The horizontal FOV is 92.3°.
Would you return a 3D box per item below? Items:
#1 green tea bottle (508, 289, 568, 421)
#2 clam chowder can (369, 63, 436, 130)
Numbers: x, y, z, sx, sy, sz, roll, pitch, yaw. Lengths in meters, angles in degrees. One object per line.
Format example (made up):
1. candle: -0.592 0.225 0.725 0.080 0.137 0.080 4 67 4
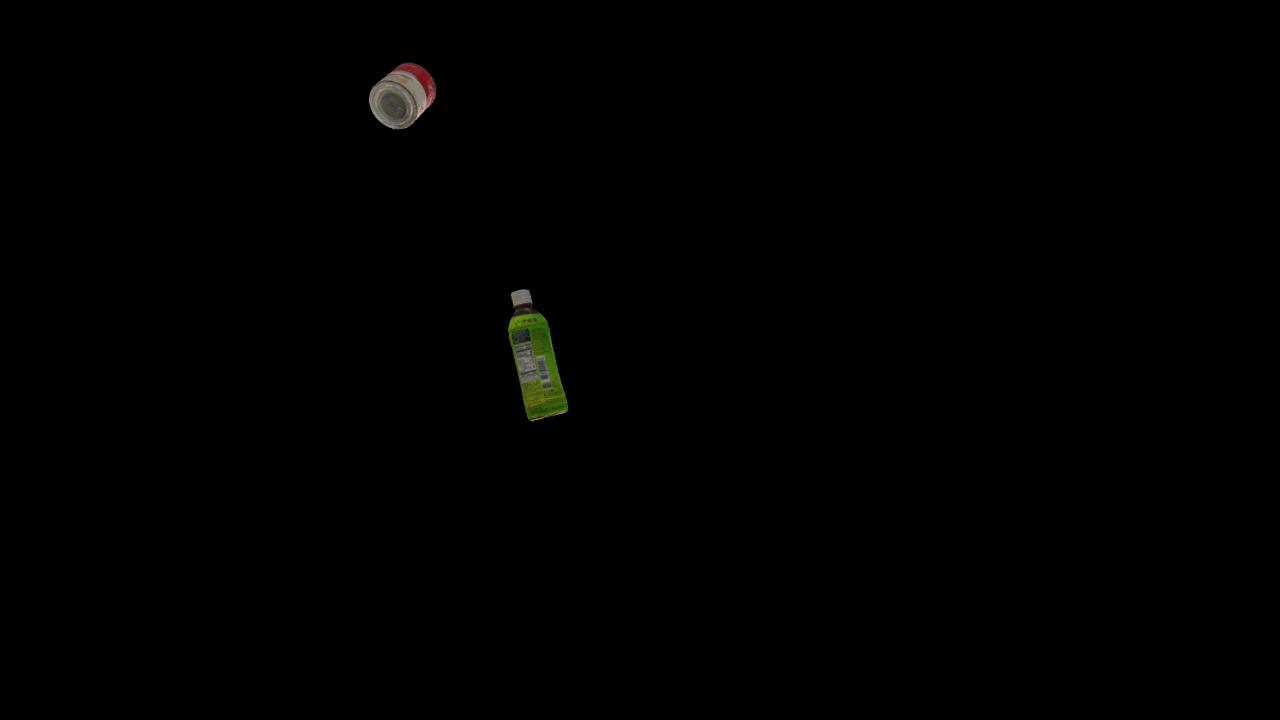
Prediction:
1. green tea bottle: -0.172 -0.010 1.002 0.073 0.212 0.073 -12 -1 0
2. clam chowder can: -0.344 -0.384 0.894 0.068 0.068 0.102 0 38 1
